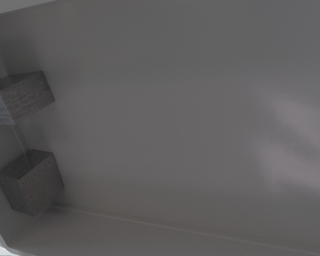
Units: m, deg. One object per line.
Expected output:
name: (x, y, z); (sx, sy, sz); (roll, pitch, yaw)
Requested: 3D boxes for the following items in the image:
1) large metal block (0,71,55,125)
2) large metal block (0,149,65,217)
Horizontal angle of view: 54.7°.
large metal block: (-0.222, -0.045, 0.463); (0.080, 0.080, 0.050); (-1, 118, 28)
large metal block: (-0.225, 0.095, 0.551); (0.050, 0.080, 0.079); (7, 122, 24)
